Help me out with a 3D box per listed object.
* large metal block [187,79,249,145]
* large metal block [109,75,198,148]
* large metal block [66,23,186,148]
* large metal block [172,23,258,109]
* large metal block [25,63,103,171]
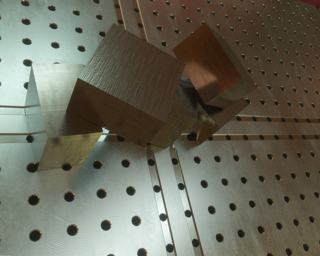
[{"bbox_3d":[0.069,-0.036,0.453,0.081,0.050,0.080,-35,81,-39],"label":"large metal block"},{"bbox_3d":[-0.009,-0.024,0.383,0.081,0.080,0.050,17,55,-19],"label":"large metal block"},{"bbox_3d":[-0.030,-0.041,0.298,0.080,0.050,0.080,27,52,-11],"label":"large metal block"},{"bbox_3d":[0.071,-0.074,0.389,0.080,0.050,0.080,1,57,-61],"label":"large metal block"},{"bbox_3d":[-0.104,-0.010,0.323,0.050,0.080,0.080,-6,65,-31],"label":"large metal block"}]
